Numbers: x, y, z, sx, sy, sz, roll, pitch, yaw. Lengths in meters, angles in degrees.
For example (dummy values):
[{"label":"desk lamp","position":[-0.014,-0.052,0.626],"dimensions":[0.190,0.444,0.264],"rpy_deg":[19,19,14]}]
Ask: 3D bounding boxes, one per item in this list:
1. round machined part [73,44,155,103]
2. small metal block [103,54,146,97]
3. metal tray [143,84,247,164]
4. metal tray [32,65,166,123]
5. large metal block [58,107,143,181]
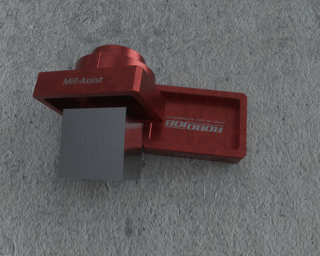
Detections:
[{"label":"round machined part","position":[-0.054,-0.066,0.383],"dimensions":[0.099,0.098,0.042],"rpy_deg":[6,70,2]},{"label":"small metal block","position":[-0.049,-0.074,0.436],"dimensions":[0.050,0.025,0.050],"rpy_deg":[6,70,2]},{"label":"metal tray","position":[0.046,-0.006,0.409],"dimensions":[0.131,0.030,0.090],"rpy_deg":[6,70,2]},{"label":"metal tray","position":[-0.068,-0.035,0.369],"dimensions":[0.130,0.090,0.030],"rpy_deg":[0,70,19]},{"label":"large metal block","position":[-0.068,0.020,0.368],"dimensions":[0.080,0.050,0.080],"rpy_deg":[0,82,18]}]
